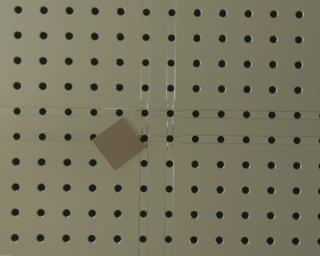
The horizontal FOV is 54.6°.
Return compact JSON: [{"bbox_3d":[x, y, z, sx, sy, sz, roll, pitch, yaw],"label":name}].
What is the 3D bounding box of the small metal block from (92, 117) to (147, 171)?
[{"bbox_3d":[-0.053,0.021,0.413,0.050,0.025,0.050,-37,90,0],"label":"small metal block"}]
